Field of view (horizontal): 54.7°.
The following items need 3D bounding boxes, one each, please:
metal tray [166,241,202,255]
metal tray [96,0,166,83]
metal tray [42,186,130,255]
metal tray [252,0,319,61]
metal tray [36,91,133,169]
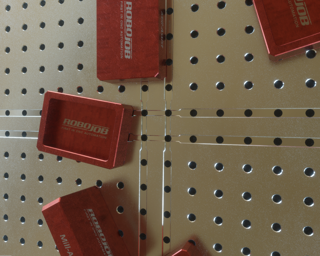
[{"bbox_3d":[0.040,0.226,0.395,0.090,0.030,0.130,-40,78,15],"label":"metal tray"},{"bbox_3d":[-0.040,-0.130,0.423,0.090,0.030,0.129,0,90,19],"label":"metal tray"},{"bbox_3d":[-0.091,0.148,0.408,0.030,0.090,0.130,-30,80,17],"label":"metal tray"},{"bbox_3d":[0.154,-0.153,0.355,0.090,0.030,0.129,-16,85,18],"label":"metal tray"},{"bbox_3d":[-0.110,0.001,0.447,0.130,0.030,0.089,11,94,19],"label":"metal tray"}]
